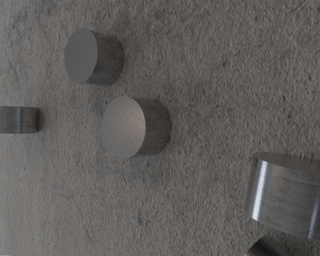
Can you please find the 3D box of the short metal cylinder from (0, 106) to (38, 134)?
[{"bbox_3d":[-0.281,-0.017,0.602,0.080,0.081,0.050,4,93,40],"label":"short metal cylinder"}]

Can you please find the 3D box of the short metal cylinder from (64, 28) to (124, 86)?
[{"bbox_3d":[-0.101,-0.106,0.472,0.080,0.050,0.080,0,90,40],"label":"short metal cylinder"}]

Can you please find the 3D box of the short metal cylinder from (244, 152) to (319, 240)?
[{"bbox_3d":[0.119,0.055,0.271,0.080,0.081,0.050,13,99,39],"label":"short metal cylinder"}]

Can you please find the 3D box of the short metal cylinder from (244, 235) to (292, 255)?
[{"bbox_3d":[0.097,0.149,0.289,0.050,0.081,0.079,37,113,34],"label":"short metal cylinder"}]

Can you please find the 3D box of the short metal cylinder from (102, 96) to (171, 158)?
[{"bbox_3d":[-0.032,-0.001,0.415,0.080,0.050,0.080,0,90,40],"label":"short metal cylinder"}]
